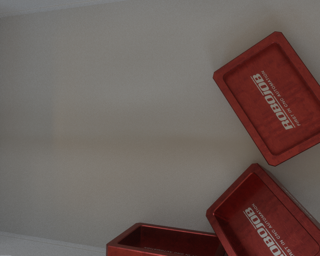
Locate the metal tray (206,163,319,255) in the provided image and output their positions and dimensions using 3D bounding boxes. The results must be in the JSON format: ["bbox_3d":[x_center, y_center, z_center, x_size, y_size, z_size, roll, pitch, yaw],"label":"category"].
[{"bbox_3d":[0.111,0.109,0.325,0.090,0.030,0.130,-50,32,13],"label":"metal tray"}]

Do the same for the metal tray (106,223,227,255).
[{"bbox_3d":[0.013,0.149,0.371,0.130,0.090,0.030,2,91,20],"label":"metal tray"}]

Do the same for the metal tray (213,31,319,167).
[{"bbox_3d":[0.134,-0.033,0.360,0.090,0.030,0.130,-33,79,17],"label":"metal tray"}]
